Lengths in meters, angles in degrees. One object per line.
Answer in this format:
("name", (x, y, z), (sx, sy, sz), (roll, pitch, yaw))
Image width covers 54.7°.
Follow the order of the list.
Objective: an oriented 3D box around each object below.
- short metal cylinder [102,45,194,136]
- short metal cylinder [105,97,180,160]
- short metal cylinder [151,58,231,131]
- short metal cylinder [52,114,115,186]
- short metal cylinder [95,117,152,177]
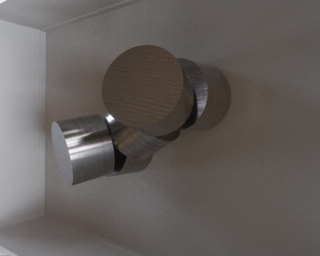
("short metal cylinder", (-0.010, -0.035, 0.310), (0.080, 0.050, 0.080), (-4, 77, 17))
("short metal cylinder", (-0.021, -0.007, 0.384), (0.050, 0.081, 0.080), (-36, 68, 34))
("short metal cylinder", (0.034, -0.037, 0.359), (0.080, 0.050, 0.079), (0, 90, 39))
("short metal cylinder", (-0.096, 0.026, 0.381), (0.080, 0.050, 0.079), (31, 128, 51))
("short metal cylinder", (-0.055, 0.025, 0.432), (0.080, 0.050, 0.079), (0, 90, 39))
